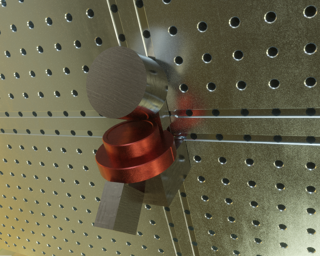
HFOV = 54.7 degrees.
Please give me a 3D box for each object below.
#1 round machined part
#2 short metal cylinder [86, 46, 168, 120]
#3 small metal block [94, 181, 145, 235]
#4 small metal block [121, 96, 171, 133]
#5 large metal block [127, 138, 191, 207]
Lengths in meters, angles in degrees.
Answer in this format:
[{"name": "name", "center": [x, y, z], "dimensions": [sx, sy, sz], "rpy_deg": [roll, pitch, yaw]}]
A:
[{"name": "round machined part", "center": [-0.032, 0.021, 0.379], "dimensions": [0.098, 0.098, 0.042], "rpy_deg": [1, 119, 27]}, {"name": "short metal cylinder", "center": [-0.038, -0.049, 0.361], "dimensions": [0.080, 0.050, 0.080], "rpy_deg": [-1, 88, 27]}, {"name": "small metal block", "center": [-0.045, 0.093, 0.358], "dimensions": [0.025, 0.050, 0.050], "rpy_deg": [1, 157, 27]}, {"name": "small metal block", "center": [-0.018, -0.022, 0.404], "dimensions": [0.050, 0.025, 0.050], "rpy_deg": [1, 119, 27]}, {"name": "large metal block", "center": [-0.014, 0.054, 0.414], "dimensions": [0.080, 0.080, 0.050], "rpy_deg": [1, 119, 27]}]
